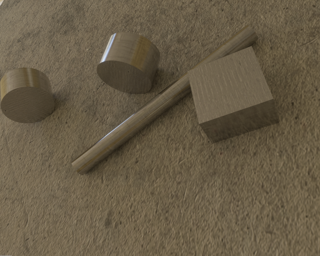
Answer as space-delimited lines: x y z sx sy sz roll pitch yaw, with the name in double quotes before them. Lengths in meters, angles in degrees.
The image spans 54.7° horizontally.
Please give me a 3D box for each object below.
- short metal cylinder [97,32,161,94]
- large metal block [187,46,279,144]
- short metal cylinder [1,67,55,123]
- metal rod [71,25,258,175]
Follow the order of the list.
"short metal cylinder" -0.044 -0.092 0.448 0.080 0.080 0.050 2 63 29
"large metal block" 0.085 -0.038 0.367 0.080 0.050 0.080 -19 54 17
"short metal cylinder" -0.222 -0.054 0.518 0.080 0.080 0.050 -32 52 7
"metal rod" 0.005 -0.036 0.423 0.300 0.025 0.025 -38 51 2
